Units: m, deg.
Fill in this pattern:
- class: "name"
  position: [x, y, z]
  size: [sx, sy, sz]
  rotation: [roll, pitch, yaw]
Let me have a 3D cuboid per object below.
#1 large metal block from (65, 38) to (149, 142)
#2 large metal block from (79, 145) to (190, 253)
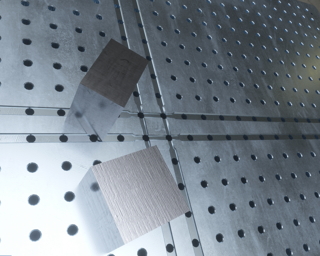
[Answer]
- class: "large metal block"
  position: [-0.063, -0.043, 0.366]
  size: [0.050, 0.080, 0.080]
  rotation: [30, 52, -10]
- class: "large metal block"
  position: [-0.028, 0.074, 0.333]
  size: [0.081, 0.050, 0.080]
  rotation: [-16, 71, -35]
